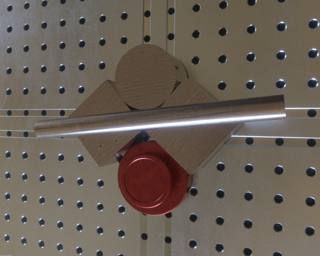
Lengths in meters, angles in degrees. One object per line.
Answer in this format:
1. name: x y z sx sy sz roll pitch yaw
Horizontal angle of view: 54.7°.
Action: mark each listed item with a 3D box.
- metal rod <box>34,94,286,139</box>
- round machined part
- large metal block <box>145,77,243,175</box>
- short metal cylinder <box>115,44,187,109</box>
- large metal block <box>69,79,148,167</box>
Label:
1. metal rod: -0.017 -0.009 0.359 0.301 0.025 0.025 -5 89 20
2. round machined part: -0.012 0.065 0.403 0.098 0.042 0.097 0 90 19
3. large metal block: 0.041 -0.003 0.378 0.080 0.050 0.080 44 105 14
4. short metal cylinder: -0.010 -0.062 0.399 0.080 0.050 0.079 0 90 20
5. large metal block: -0.064 -0.006 0.418 0.080 0.050 0.080 -41 79 15
